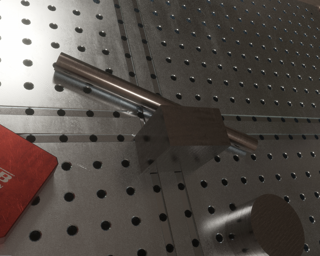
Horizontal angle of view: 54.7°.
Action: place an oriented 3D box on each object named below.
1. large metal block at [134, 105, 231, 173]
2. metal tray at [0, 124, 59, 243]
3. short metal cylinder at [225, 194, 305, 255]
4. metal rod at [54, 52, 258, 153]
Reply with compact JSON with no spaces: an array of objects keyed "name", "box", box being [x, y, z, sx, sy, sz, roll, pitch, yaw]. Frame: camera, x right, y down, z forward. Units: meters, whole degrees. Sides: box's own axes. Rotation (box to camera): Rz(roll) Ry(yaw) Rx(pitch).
[{"name":"large metal block","box":[0.024,0.016,0.378,0.081,0.080,0.050,1,61,-28]},{"name":"metal tray","box":[-0.177,0.036,0.288,0.130,0.030,0.090,33,51,-7]},{"name":"short metal cylinder","box":[0.130,0.129,0.386,0.081,0.050,0.080,14,56,-21]},{"name":"metal rod","box":[0.006,-0.029,0.430,0.302,0.025,0.025,22,53,-15]}]
